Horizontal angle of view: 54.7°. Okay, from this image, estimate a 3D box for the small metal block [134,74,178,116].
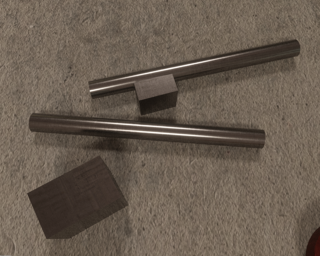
[{"bbox_3d":[-0.005,-0.043,0.411,0.050,0.050,0.025,-15,71,-6],"label":"small metal block"}]

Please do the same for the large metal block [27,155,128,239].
[{"bbox_3d":[-0.086,0.081,0.348,0.080,0.080,0.050,-28,73,-10],"label":"large metal block"}]

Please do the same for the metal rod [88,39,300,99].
[{"bbox_3d":[0.052,-0.084,0.439,0.302,0.025,0.025,-13,71,-5],"label":"metal rod"}]

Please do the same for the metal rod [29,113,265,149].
[{"bbox_3d":[-0.017,0.004,0.406,0.302,0.025,0.025,4,70,1],"label":"metal rod"}]

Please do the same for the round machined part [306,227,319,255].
[{"bbox_3d":[0.212,0.153,0.346,0.099,0.042,0.098,0,70,-1],"label":"round machined part"}]
